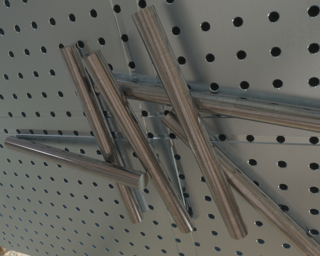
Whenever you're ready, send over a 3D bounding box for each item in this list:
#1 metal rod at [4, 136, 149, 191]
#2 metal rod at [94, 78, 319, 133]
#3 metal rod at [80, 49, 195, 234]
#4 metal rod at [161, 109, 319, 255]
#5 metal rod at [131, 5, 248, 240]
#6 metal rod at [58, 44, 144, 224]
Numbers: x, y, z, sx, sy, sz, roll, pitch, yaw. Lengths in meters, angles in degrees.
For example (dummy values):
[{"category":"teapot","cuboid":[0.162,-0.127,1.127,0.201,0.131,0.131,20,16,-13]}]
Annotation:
[{"category":"metal rod","cuboid":[-0.150,0.050,0.499,0.300,0.025,0.025,10,123,30]},{"category":"metal rod","cuboid":[0.056,-0.030,0.363,0.301,0.025,0.025,12,123,21]},{"category":"metal rod","cuboid":[-0.019,0.035,0.422,0.025,0.025,0.299,-10,120,32]},{"category":"metal rod","cuboid":[0.119,0.085,0.401,0.300,0.025,0.025,43,129,-2]},{"category":"metal rod","cuboid":[0.043,0.009,0.360,0.025,0.025,0.299,-13,112,33]},{"category":"metal rod","cuboid":[-0.081,0.023,0.468,0.025,0.025,0.299,-3,117,30]}]
